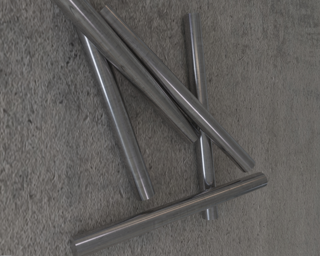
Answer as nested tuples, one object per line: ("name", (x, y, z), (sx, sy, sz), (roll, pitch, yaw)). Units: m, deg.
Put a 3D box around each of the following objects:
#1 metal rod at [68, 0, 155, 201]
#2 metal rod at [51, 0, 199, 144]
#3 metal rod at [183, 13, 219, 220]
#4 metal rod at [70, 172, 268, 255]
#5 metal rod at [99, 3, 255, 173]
("metal rod", (-0.061, -0.053, 0.352), (0.025, 0.025, 0.298), (-28, 108, -36))
("metal rod", (-0.036, -0.070, 0.346), (0.300, 0.025, 0.025), (46, 63, -40))
("metal rod", (0.061, -0.013, 0.455), (0.025, 0.025, 0.298), (-10, 97, -40))
("metal rod", (0.034, 0.104, 0.409), (0.303, 0.025, 0.025), (-10, 97, -32))
("metal rod", (0.033, -0.037, 0.408), (0.300, 0.025, 0.025), (43, 64, -24))
